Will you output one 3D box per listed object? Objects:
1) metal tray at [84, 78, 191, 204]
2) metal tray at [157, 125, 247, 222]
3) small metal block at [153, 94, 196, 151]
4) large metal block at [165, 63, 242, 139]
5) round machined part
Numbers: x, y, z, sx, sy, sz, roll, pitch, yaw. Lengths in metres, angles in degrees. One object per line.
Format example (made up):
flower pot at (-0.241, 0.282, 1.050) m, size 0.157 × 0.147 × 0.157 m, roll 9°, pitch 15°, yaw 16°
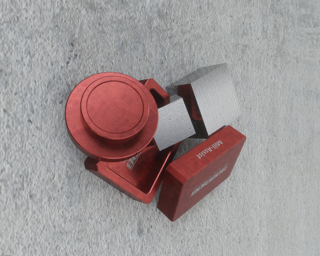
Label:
metal tray at (-0.021, 0.015, 0.384) m, size 0.090 × 0.030 × 0.130 m, roll 42°, pitch 64°, yaw -32°
metal tray at (0.057, 0.060, 0.421) m, size 0.131 × 0.030 × 0.089 m, roll -29°, pitch 144°, yaw -36°
small metal block at (0.010, -0.007, 0.385) m, size 0.050 × 0.025 × 0.050 m, roll -26°, pitch 111°, yaw -8°
large metal block at (0.064, -0.039, 0.444) m, size 0.081 × 0.050 × 0.080 m, roll -34°, pitch 111°, yaw -35°
round machined part at (-0.049, -0.016, 0.327) m, size 0.099 × 0.042 × 0.098 m, roll 4°, pitch 72°, yaw -14°
